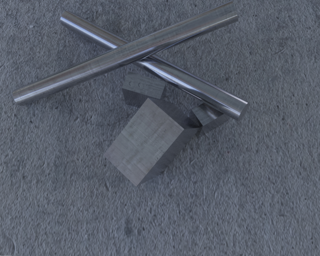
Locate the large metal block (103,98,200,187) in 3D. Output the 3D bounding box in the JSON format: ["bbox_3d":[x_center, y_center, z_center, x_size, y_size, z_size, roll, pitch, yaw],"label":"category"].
[{"bbox_3d":[-0.006,0.014,0.359,0.050,0.080,0.080,42,103,13],"label":"large metal block"}]

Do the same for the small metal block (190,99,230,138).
[{"bbox_3d":[0.066,-0.016,0.402,0.050,0.050,0.025,-30,74,-11],"label":"small metal block"}]

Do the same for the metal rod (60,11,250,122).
[{"bbox_3d":[-0.022,-0.091,0.410,0.300,0.025,0.025,32,73,22],"label":"metal rod"}]

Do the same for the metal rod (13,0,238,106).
[{"bbox_3d":[-0.053,-0.089,0.391,0.301,0.025,0.025,-19,70,12],"label":"metal rod"}]

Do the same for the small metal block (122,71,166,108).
[{"bbox_3d":[-0.020,-0.045,0.411,0.050,0.050,0.025,17,71,6],"label":"small metal block"}]
